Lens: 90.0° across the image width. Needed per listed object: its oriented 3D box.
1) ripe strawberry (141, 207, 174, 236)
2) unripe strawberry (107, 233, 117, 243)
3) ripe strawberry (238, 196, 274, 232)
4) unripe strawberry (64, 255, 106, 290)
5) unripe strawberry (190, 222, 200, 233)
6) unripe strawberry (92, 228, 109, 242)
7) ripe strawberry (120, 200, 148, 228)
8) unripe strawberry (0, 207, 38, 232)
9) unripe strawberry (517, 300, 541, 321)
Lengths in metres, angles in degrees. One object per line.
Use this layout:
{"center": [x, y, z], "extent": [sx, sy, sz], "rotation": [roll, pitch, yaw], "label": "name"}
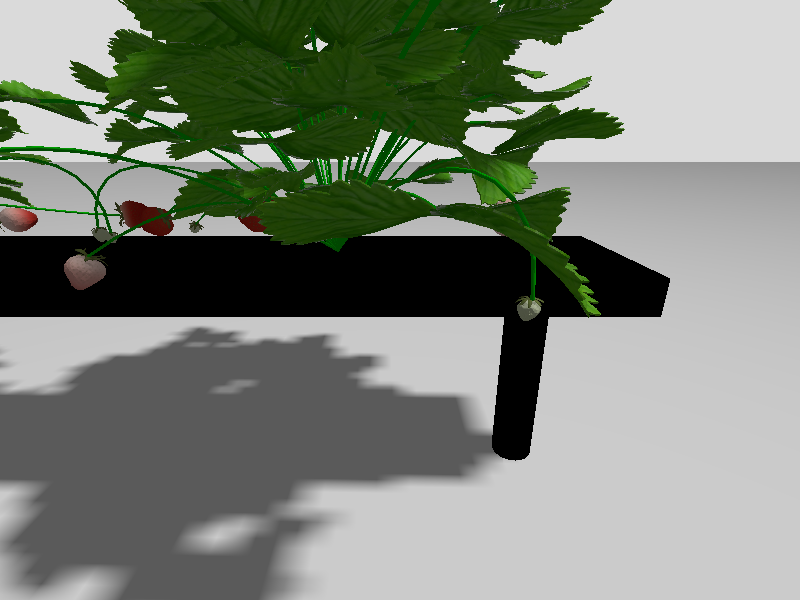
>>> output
{"center": [-0.255, -0.081, 0.418], "extent": [0.032, 0.031, 0.029], "rotation": [-16, 13, 25], "label": "ripe strawberry"}
{"center": [-0.264, -0.057, 0.367], "extent": [0.010, 0.010, 0.009], "rotation": [-1, 21, -3], "label": "unripe strawberry"}
{"center": [-0.161, -0.099, 0.444], "extent": [0.048, 0.047, 0.045], "rotation": [18, 27, 40], "label": "ripe strawberry"}
{"center": [-0.204, -0.017, 0.258], "extent": [0.021, 0.022, 0.024], "rotation": [26, 1, -40], "label": "unripe strawberry"}
{"center": [-0.221, -0.078, 0.431], "extent": [0.011, 0.012, 0.010], "rotation": [-43, -4, 33], "label": "unripe strawberry"}
{"center": [-0.252, -0.055, 0.337], "extent": [0.011, 0.011, 0.011], "rotation": [-2, 21, -4], "label": "unripe strawberry"}
{"center": [-0.299, -0.097, 0.455], "extent": [0.030, 0.031, 0.027], "rotation": [-10, 23, -26], "label": "ripe strawberry"}
{"center": [-0.413, -0.087, 0.434], "extent": [0.031, 0.026, 0.031], "rotation": [-18, 27, -40], "label": "unripe strawberry"}
{"center": [0.060, 0.005, 0.189], "extent": [0.011, 0.010, 0.010], "rotation": [-13, 24, -31], "label": "unripe strawberry"}
